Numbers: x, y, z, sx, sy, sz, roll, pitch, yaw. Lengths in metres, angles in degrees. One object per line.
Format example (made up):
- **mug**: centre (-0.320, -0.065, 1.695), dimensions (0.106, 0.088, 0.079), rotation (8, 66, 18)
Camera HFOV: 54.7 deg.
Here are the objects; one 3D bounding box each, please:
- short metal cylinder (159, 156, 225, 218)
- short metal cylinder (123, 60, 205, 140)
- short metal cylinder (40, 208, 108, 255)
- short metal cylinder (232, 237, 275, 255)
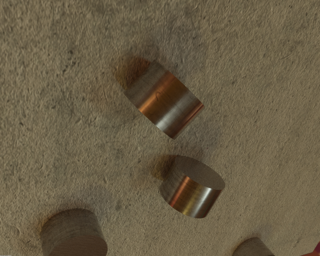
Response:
- **short metal cylinder**: centre (0.046, 0.084, 0.448), dimensions (0.081, 0.080, 0.050), rotation (15, 111, -34)
- **short metal cylinder**: centre (0.005, -0.032, 0.354), dimensions (0.050, 0.080, 0.080), rotation (-47, 129, 4)
- **short metal cylinder**: centre (-0.118, 0.158, 0.424), dimensions (0.081, 0.050, 0.079), rotation (-14, 124, -21)
- **short metal cylinder**: centre (0.207, 0.289, 0.682), dimensions (0.081, 0.050, 0.079), rotation (-14, 124, -21)
